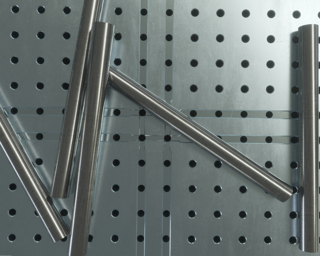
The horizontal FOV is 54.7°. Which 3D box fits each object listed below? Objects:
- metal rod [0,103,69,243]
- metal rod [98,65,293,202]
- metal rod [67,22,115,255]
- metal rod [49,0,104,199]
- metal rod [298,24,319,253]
[{"bbox_3d":[-0.202,0.014,0.410,0.025,0.025,0.299,-29,90,0],"label":"metal rod"},{"bbox_3d":[0.045,0.005,0.413,0.301,0.025,0.025,34,90,-1],"label":"metal rod"},{"bbox_3d":[-0.089,0.019,0.396,0.025,0.025,0.298,8,96,-1],"label":"metal rod"},{"bbox_3d":[-0.108,-0.057,0.411,0.025,0.025,0.298,10,90,-1],"label":"metal rod"},{"bbox_3d":[0.199,0.014,0.416,0.025,0.025,0.298,0,90,-1],"label":"metal rod"}]
